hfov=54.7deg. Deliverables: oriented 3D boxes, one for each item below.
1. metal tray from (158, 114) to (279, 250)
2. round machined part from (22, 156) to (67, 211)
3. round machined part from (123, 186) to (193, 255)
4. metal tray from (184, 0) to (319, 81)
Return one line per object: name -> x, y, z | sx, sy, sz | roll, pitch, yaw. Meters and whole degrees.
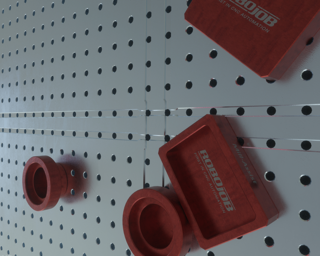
metal tray -> 0.060, 0.060, 0.354 | 0.090, 0.030, 0.130 | -38, 67, 33
round machined part -> -0.207, 0.099, 0.566 | 0.098, 0.042, 0.097 | 0, 90, 39
round machined part -> 0.001, 0.123, 0.396 | 0.098, 0.042, 0.097 | 0, 90, 39
metal tray -> 0.096, -0.122, 0.326 | 0.130, 0.030, 0.089 | 48, 118, 29
